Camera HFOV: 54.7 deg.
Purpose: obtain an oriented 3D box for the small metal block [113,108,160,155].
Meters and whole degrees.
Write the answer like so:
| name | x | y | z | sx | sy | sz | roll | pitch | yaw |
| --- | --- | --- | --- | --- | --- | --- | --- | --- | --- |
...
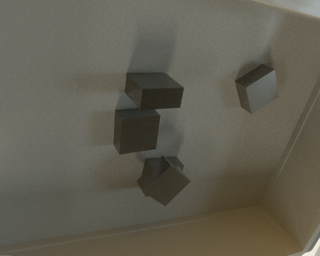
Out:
| name | x | y | z | sx | sy | sz | roll | pitch | yaw |
| --- | --- | --- | --- | --- | --- | --- | --- | --- | --- |
| small metal block | -0.030 | 0.003 | 0.394 | 0.050 | 0.025 | 0.050 | -7 | 122 | -25 |

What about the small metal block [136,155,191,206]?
| name | x | y | z | sx | sy | sz | roll | pitch | yaw |
| --- | --- | --- | --- | --- | --- | --- | --- | --- | --- |
| small metal block | 0.005 | 0.073 | 0.424 | 0.050 | 0.025 | 0.050 | -45 | 129 | 3 |

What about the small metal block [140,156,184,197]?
| name | x | y | z | sx | sy | sz | roll | pitch | yaw |
| --- | --- | --- | --- | --- | --- | --- | --- | --- | --- |
| small metal block | 0.002 | 0.070 | 0.453 | 0.050 | 0.025 | 0.050 | -1 | 119 | -28 |

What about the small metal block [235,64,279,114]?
| name | x | y | z | sx | sy | sz | roll | pitch | yaw |
| --- | --- | --- | --- | --- | --- | --- | --- | --- | --- |
| small metal block | 0.142 | -0.057 | 0.451 | 0.050 | 0.025 | 0.050 | -32 | 129 | -8 |

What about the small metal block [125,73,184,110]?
| name | x | y | z | sx | sy | sz | roll | pitch | yaw |
| --- | --- | --- | --- | --- | --- | --- | --- | --- | --- |
| small metal block | -0.008 | -0.044 | 0.361 | 0.050 | 0.050 | 0.025 | -5 | 121 | -26 |
